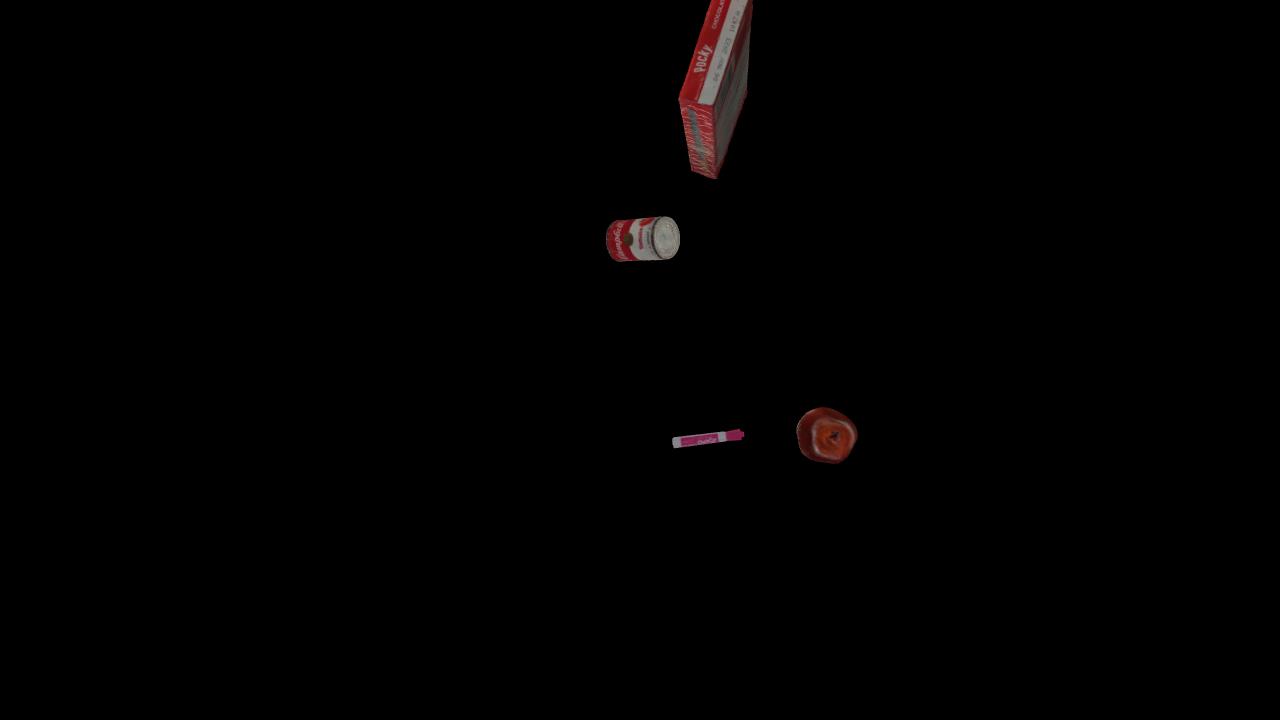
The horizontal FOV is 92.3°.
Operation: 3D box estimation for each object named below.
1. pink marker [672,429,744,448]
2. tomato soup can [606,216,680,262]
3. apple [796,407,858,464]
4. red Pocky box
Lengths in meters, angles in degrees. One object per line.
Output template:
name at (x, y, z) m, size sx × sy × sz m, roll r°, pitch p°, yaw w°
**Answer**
pink marker at (0.114, 0.131, 1.028) m, size 0.121 × 0.020 × 0.020 m, roll -10°, pitch -3°, yaw 18°
tomato soup can at (0.005, -0.190, 0.974) m, size 0.101 × 0.068 × 0.068 m, roll 6°, pitch 4°, yaw 41°
apple at (0.251, 0.101, 0.832) m, size 0.079 × 0.079 × 0.093 m, roll 0°, pitch -3°, yaw -1°
red Pocky box at (0.059, -0.203, 0.475) m, size 0.028 × 0.083 × 0.155 m, roll 18°, pitch 2°, yaw 8°
